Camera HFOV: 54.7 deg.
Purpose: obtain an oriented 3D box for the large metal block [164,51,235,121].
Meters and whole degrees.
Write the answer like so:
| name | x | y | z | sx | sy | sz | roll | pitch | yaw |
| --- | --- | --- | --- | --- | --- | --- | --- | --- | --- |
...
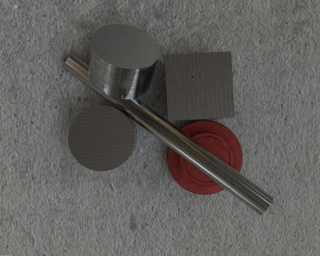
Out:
| name | x | y | z | sx | sy | sz | roll | pitch | yaw |
| --- | --- | --- | --- | --- | --- | --- | --- | --- | --- |
| large metal block | 0.048 | -0.051 | 0.397 | 0.081 | 0.050 | 0.080 | -3 | 90 | 0 |

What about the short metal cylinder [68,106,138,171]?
| name | x | y | z | sx | sy | sz | roll | pitch | yaw |
| --- | --- | --- | --- | --- | --- | --- | --- | --- | --- |
| short metal cylinder | -0.071 | 0.012 | 0.399 | 0.081 | 0.050 | 0.080 | 0 | 90 | 0 |

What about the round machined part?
| name | x | y | z | sx | sy | sz | roll | pitch | yaw |
| --- | --- | --- | --- | --- | --- | --- | --- | --- | --- |
| round machined part | 0.058 | 0.038 | 0.402 | 0.099 | 0.042 | 0.097 | 0 | 90 | 0 |

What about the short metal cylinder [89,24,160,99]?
| name | x | y | z | sx | sy | sz | roll | pitch | yaw |
| --- | --- | --- | --- | --- | --- | --- | --- | --- | --- |
| short metal cylinder | -0.045 | -0.082 | 0.379 | 0.081 | 0.050 | 0.080 | 9 | 51 | -11 |

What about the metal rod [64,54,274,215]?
| name | x | y | z | sx | sy | sz | roll | pitch | yaw |
| --- | --- | --- | --- | --- | --- | --- | --- | --- | --- |
| metal rod | 0.001 | 0.000 | 0.377 | 0.300 | 0.025 | 0.025 | 36 | 90 | 13 |
